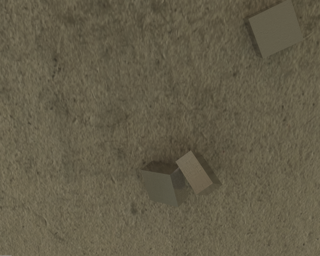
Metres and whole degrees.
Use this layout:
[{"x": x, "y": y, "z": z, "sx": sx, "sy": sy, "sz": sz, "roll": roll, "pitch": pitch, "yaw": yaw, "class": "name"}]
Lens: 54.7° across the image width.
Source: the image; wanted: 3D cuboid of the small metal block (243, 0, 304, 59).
[{"x": 0.134, "y": -0.118, "z": 0.368, "sx": 0.050, "sy": 0.025, "sz": 0.050, "roll": -25, "pitch": 109, "yaw": 8, "class": "small metal block"}]

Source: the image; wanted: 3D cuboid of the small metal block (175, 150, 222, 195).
[{"x": 0.052, "y": 0.060, "z": 0.409, "sx": 0.025, "sy": 0.050, "sz": 0.050, "roll": -38, "pitch": 66, "yaw": 12, "class": "small metal block"}]

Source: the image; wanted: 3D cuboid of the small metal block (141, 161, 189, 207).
[{"x": 0.007, "y": 0.076, "z": 0.424, "sx": 0.050, "sy": 0.025, "sz": 0.050, "roll": 3, "pitch": 116, "yaw": 39, "class": "small metal block"}]
